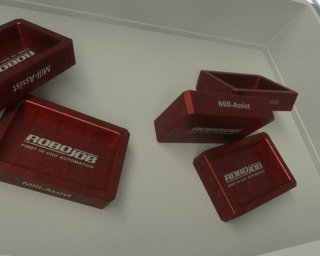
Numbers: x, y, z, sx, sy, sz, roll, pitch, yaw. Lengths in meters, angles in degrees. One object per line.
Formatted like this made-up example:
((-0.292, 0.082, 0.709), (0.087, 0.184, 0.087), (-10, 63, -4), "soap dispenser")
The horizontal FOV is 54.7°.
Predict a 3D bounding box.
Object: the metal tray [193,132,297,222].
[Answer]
((0.119, 0.062, 0.428), (0.131, 0.030, 0.090), (-14, 69, -34), "metal tray")

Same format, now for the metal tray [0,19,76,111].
((-0.168, -0.069, 0.331), (0.090, 0.030, 0.131), (26, 48, 20), "metal tray")

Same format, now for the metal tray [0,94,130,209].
((-0.105, 0.024, 0.330), (0.131, 0.030, 0.090), (21, 54, -16), "metal tray")

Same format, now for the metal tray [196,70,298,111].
((0.134, -0.058, 0.479), (0.131, 0.030, 0.090), (-1, 28, -29), "metal tray")

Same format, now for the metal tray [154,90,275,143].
((0.069, -0.010, 0.405), (0.131, 0.090, 0.030), (2, 66, -27), "metal tray")
